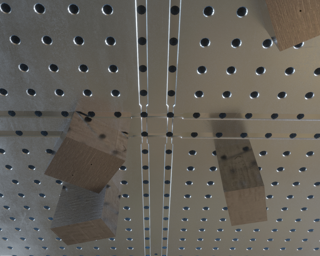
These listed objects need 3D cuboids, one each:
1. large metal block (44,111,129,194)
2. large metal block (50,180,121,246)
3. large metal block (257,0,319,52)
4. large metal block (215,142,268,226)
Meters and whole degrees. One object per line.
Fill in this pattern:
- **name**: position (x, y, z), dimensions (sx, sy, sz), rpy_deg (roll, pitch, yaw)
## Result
- **large metal block**: position (-0.100, 0.036, 0.425), dimensions (0.080, 0.050, 0.080), rpy_deg (25, 126, -20)
- **large metal block**: position (-0.112, 0.127, 0.482), dimensions (0.080, 0.080, 0.050), rpy_deg (-14, 129, 12)
- **large metal block**: position (0.134, -0.131, 0.285), dimensions (0.080, 0.050, 0.080), rpy_deg (-21, 127, 17)
- **large metal block**: position (0.116, 0.080, 0.444), dimensions (0.050, 0.080, 0.080), rpy_deg (-12, 129, 10)
